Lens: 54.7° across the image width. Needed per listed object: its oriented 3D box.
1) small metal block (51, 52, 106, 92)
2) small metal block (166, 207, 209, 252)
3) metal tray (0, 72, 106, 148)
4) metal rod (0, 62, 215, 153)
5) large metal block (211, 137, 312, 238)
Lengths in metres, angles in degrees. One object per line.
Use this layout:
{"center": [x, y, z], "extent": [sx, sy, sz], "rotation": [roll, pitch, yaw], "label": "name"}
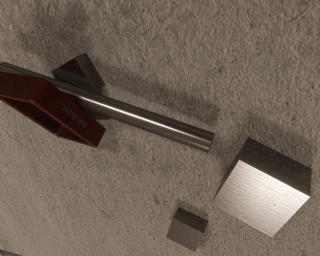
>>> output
{"center": [-0.111, -0.068, 0.422], "extent": [0.050, 0.025, 0.050], "rotation": [-18, 110, 34], "label": "small metal block"}
{"center": [0.042, 0.158, 0.481], "extent": [0.050, 0.025, 0.050], "rotation": [23, 127, 13], "label": "small metal block"}
{"center": [-0.144, -0.021, 0.411], "extent": [0.090, 0.030, 0.130], "rotation": [12, 159, 31], "label": "metal tray"}
{"center": [-0.078, -0.031, 0.396], "extent": [0.301, 0.025, 0.025], "rotation": [19, 126, 12], "label": "metal rod"}
{"center": [0.120, 0.070, 0.371], "extent": [0.080, 0.050, 0.079], "rotation": [28, 128, 10], "label": "large metal block"}
